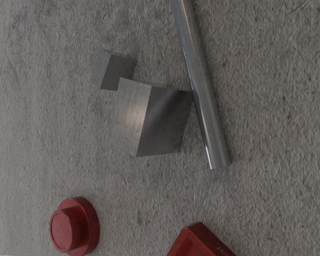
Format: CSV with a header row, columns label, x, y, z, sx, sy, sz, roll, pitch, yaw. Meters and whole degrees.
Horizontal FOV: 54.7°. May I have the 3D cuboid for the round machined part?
label,x,y,z,sx,sy,sz,roll,pitch,yaw
round machined part,-0.148,0.167,0.516,0.098,0.042,0.097,0,90,40

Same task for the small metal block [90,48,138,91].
label,x,y,z,sx,sy,sz,roll,pitch,yaw
small metal block,-0.066,-0.081,0.443,0.025,0.050,0.050,35,112,34

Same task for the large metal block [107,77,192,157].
label,x,y,z,sx,sy,sz,roll,pitch,yaw
large metal block,-0.010,-0.013,0.378,0.050,0.081,0.079,22,104,38

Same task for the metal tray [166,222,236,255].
label,x,y,z,sx,sy,sz,roll,pitch,yaw
metal tray,0.062,0.184,0.350,0.130,0.030,0.089,39,114,33

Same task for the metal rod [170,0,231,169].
label,x,y,z,sx,sy,sz,roll,pitch,yaw
metal rod,0.038,-0.100,0.373,0.025,0.025,0.299,-19,78,38
